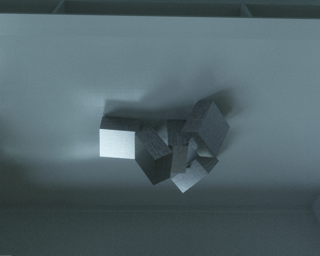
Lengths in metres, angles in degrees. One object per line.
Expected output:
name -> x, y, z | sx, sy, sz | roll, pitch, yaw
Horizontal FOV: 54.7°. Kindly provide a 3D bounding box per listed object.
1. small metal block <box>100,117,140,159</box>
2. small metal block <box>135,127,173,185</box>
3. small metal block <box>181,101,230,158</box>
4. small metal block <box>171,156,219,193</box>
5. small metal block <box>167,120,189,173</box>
small metal block -> -0.054, 0.014, 0.417 | 0.050, 0.025, 0.050 | 5, 130, -5
small metal block -> -0.009, 0.036, 0.397 | 0.025, 0.050, 0.050 | -21, 138, -24
small metal block -> 0.058, 0.002, 0.389 | 0.025, 0.050, 0.050 | 0, 140, 44
small metal block -> 0.050, 0.059, 0.439 | 0.025, 0.050, 0.050 | 50, 120, 6
small metal block -> 0.022, 0.024, 0.412 | 0.025, 0.050, 0.050 | 1, 130, -1
